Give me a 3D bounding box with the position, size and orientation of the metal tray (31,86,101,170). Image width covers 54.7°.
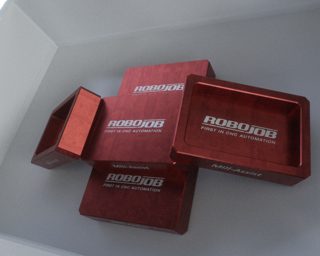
[{"bbox_3d":[-0.133,0.005,0.429,0.130,0.030,0.090,-20,49,53],"label":"metal tray"}]

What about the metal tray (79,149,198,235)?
[{"bbox_3d":[-0.025,0.070,0.370,0.130,0.030,0.090,0,61,27],"label":"metal tray"}]

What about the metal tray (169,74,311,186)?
[{"bbox_3d":[0.082,0.001,0.317,0.131,0.030,0.090,12,65,1],"label":"metal tray"}]

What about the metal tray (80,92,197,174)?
[{"bbox_3d":[-0.024,0.005,0.372,0.130,0.030,0.090,-1,61,27],"label":"metal tray"}]

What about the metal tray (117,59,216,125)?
[{"bbox_3d":[0.004,-0.044,0.424,0.130,0.030,0.090,0,61,27],"label":"metal tray"}]
